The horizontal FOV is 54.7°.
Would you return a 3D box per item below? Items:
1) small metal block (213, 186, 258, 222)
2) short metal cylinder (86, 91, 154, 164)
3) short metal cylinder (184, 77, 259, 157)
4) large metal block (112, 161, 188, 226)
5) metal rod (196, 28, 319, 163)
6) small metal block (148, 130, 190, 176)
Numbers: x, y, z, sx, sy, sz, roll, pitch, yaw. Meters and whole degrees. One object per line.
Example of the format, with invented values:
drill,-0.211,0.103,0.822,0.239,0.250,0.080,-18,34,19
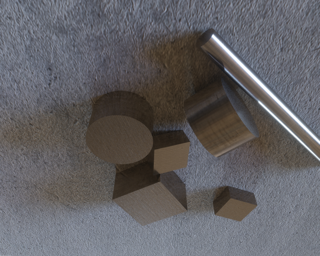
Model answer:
small metal block,0.124,0.127,0.517,0.050,0.025,0.050,18,128,-15
short metal cylinder,-0.048,0.000,0.390,0.080,0.050,0.079,0,130,0
short metal cylinder,0.072,-0.013,0.361,0.050,0.080,0.080,-32,124,24
large metal block,-0.014,0.098,0.474,0.080,0.050,0.080,-24,126,19
metal rod,0.157,-0.017,0.394,0.301,0.025,0.025,35,122,-27
small metal block,0.011,0.034,0.426,0.050,0.025,0.050,-12,133,-17
